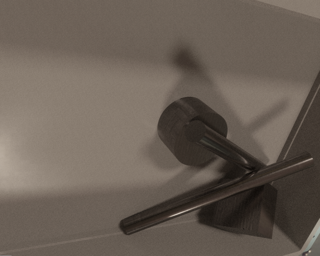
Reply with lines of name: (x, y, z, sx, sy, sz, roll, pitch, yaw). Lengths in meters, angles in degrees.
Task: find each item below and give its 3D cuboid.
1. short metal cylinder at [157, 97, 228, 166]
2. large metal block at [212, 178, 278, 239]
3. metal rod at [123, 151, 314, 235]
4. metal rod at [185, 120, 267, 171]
short metal cylinder: (0.044, 0.004, 0.421, 0.081, 0.050, 0.079, -14, 124, -21)
large metal block: (0.141, 0.131, 0.514, 0.050, 0.080, 0.080, 36, 60, -39)
metal rod: (0.089, 0.101, 0.478, 0.301, 0.025, 0.025, -21, 128, 0)
metal rod: (0.118, 0.044, 0.454, 0.025, 0.025, 0.301, -52, 144, 8)
